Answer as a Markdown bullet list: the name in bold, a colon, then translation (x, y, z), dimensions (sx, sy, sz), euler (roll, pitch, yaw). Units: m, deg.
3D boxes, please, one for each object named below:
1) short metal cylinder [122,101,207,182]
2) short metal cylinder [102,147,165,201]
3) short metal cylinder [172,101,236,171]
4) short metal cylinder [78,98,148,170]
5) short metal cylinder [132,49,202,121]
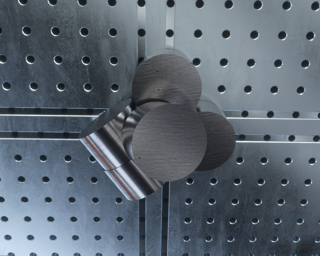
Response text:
- **short metal cylinder**: translation (0.003, 0.012, 0.336), dimensions (0.081, 0.050, 0.079), euler (-3, 98, -18)
- **short metal cylinder**: translation (-0.027, 0.047, 0.401), dimensions (0.080, 0.080, 0.050), euler (-32, 107, 11)
- **short metal cylinder**: translation (0.053, 0.009, 0.403), dimensions (0.081, 0.050, 0.079), euler (0, 110, -1)
- **short metal cylinder**: translation (-0.053, 0.007, 0.386), dimensions (0.080, 0.080, 0.050), euler (-32, 107, 11)
- **short metal cylinder**: translation (0.008, -0.054, 0.379), dimensions (0.081, 0.050, 0.079), euler (0, 110, -1)
